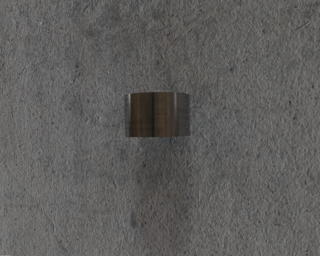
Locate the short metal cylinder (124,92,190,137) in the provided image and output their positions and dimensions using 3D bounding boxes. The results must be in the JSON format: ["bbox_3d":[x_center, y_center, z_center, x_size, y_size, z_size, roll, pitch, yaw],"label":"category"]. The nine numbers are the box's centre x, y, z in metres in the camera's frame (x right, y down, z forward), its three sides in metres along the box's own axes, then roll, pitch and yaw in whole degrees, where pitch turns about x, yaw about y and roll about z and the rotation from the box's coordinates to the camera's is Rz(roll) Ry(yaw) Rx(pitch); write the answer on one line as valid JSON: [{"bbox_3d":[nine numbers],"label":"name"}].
[{"bbox_3d":[-0.003,-0.015,0.382,0.080,0.080,0.050,-1,90,19],"label":"short metal cylinder"}]
